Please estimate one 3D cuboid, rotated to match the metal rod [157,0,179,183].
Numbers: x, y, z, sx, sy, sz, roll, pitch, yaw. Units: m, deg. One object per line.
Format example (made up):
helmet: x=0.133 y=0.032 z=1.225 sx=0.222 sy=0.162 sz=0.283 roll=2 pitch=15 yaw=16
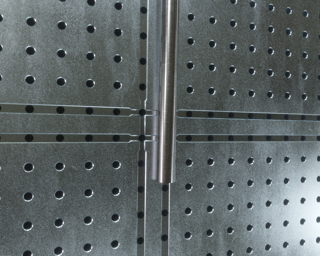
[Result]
metal rod: x=0.011 y=-0.077 z=0.417 sx=0.025 sy=0.025 sz=0.298 roll=1 pitch=90 yaw=-20
